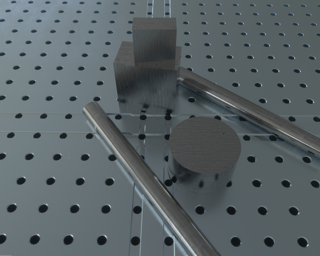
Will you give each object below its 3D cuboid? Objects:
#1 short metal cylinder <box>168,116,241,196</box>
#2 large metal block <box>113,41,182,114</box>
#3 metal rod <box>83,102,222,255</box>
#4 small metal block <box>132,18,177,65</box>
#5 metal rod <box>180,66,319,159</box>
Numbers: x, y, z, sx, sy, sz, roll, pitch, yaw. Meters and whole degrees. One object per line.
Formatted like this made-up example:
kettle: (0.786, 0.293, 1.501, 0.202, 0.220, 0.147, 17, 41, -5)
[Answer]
short metal cylinder: (0.050, 0.033, 0.365, 0.081, 0.050, 0.080, 0, 50, 0)
large metal block: (-0.015, -0.069, 0.429, 0.080, 0.080, 0.050, 7, 51, 5)
metal rod: (-0.009, 0.068, 0.350, 0.025, 0.025, 0.300, -28, 56, -22)
small metal block: (-0.006, -0.105, 0.375, 0.050, 0.050, 0.025, 0, 50, -1)
metal rod: (0.094, -0.042, 0.443, 0.300, 0.025, 0.025, 32, 57, 23)
